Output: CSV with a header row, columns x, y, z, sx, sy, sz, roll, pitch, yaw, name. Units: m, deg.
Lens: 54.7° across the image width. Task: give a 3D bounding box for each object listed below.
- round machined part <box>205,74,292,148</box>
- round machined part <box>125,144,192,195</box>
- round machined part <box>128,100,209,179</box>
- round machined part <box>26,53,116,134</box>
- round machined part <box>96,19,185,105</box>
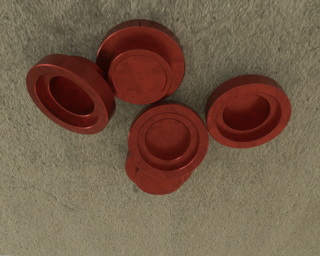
x,y,z,sx,sy,sz,roll,pitch,yaw,name
0.104,-0.024,0.379,0.099,0.042,0.097,-1,130,0,round machined part
-0.001,0.060,0.448,0.099,0.042,0.097,-1,130,0,round machined part
0.009,0.012,0.394,0.099,0.042,0.097,-1,107,-3,round machined part
-0.094,-0.041,0.347,0.098,0.042,0.097,15,139,14,round machined part
-0.021,-0.065,0.341,0.099,0.042,0.097,-1,130,0,round machined part
